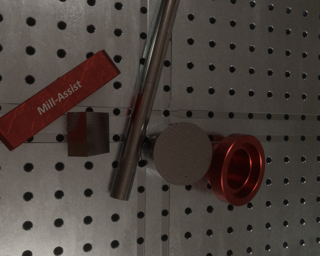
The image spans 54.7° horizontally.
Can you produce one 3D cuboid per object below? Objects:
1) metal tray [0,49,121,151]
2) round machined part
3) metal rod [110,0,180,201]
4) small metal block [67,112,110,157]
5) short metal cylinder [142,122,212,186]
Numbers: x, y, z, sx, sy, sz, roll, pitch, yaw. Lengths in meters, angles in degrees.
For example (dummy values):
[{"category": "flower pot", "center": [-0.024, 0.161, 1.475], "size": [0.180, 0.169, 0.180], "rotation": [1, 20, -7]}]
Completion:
[{"category": "metal tray", "center": [-0.111, -0.030, 0.337], "size": [0.131, 0.090, 0.030], "rotation": [-39, 103, -16]}, {"category": "round machined part", "center": [0.101, 0.055, 0.432], "size": [0.099, 0.042, 0.097], "rotation": [-6, 99, -40]}, {"category": "metal rod", "center": [-0.015, -0.055, 0.407], "size": [0.025, 0.025, 0.299], "rotation": [16, 85, -20]}, {"category": "small metal block", "center": [-0.084, 0.006, 0.367], "size": [0.025, 0.050, 0.050], "rotation": [-1, 91, 20]}, {"category": "short metal cylinder", "center": [0.021, 0.032, 0.408], "size": [0.081, 0.050, 0.079], "rotation": [0, 90, -20]}]
